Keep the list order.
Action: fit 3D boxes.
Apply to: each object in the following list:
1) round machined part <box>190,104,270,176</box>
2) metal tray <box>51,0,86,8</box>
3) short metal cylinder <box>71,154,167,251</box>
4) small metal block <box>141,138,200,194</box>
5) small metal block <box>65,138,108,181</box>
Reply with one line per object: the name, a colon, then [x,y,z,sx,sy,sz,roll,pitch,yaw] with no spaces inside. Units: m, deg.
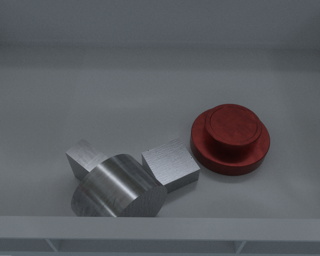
round machined part: [0.089,0.007,0.389,0.099,0.042,0.098,0,50,0]
metal tray: [-0.176,-0.306,0.658,0.131,0.030,0.090,-29,56,-22]
short metal cylinder: [-0.039,0.073,0.308,0.080,0.080,0.050,-36,59,-26]
small metal block: [0.012,0.046,0.367,0.050,0.025,0.050,-21,53,-17]
small metal block: [-0.075,0.047,0.348,0.050,0.050,0.025,33,57,24]
